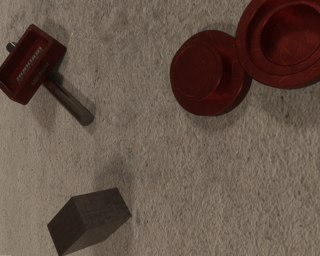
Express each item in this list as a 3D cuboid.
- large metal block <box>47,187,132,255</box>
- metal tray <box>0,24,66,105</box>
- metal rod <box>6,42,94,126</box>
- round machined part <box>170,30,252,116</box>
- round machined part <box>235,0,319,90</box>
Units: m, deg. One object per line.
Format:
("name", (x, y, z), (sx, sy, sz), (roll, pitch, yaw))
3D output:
("large metal block", (-0.103, 0.135, 0.451), (0.080, 0.081, 0.050), (-47, 62, 29))
("metal tray", (-0.241, -0.117, 0.567), (0.090, 0.030, 0.130), (37, 92, 33))
("metal rod", (-0.216, -0.093, 0.579), (0.300, 0.025, 0.025), (39, 114, 32))
("round machined part", (0.050, -0.062, 0.351), (0.098, 0.042, 0.097), (0, 90, 39))
("round machined part", (0.125, -0.085, 0.290), (0.098, 0.042, 0.097), (0, 90, 39))
